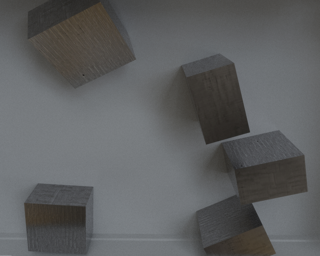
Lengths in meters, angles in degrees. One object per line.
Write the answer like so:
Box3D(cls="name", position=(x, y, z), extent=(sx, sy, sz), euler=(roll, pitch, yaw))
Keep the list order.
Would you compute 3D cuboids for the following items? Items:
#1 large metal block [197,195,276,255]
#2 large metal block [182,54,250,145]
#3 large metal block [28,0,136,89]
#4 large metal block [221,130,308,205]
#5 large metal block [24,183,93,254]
Box3D(cls="large metal block", position=(0.103, 0.144, 0.436), extent=(0.080, 0.080, 0.050), euler=(-25, 108, 9))
Box3D(cls="large metal block", position=(0.064, -0.038, 0.368), extent=(0.050, 0.080, 0.080), euler=(-16, 109, 6))
Box3D(cls="large metal block", position=(-0.084, -0.101, 0.340), extent=(0.080, 0.050, 0.080), euler=(-24, 143, 8))
Box3D(cls="large metal block", position=(0.131, 0.048, 0.401), extent=(0.080, 0.080, 0.050), euler=(-13, 110, 4))
Box3D(cls="large metal block", position=(-0.141, 0.129, 0.444), extent=(0.081, 0.050, 0.079), euler=(4, 110, -2))
